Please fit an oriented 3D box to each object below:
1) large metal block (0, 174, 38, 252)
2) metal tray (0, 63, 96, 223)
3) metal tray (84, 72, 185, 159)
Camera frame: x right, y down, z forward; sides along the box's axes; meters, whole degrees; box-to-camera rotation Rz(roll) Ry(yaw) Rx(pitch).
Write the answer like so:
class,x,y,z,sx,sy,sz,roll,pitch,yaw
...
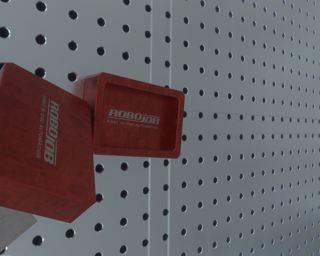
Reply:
class,x,y,z,sx,sy,sz,roll,pitch,yaw
large metal block,-0.158,0.073,0.241,0.080,0.080,0.050,-40,115,-33
metal tray,-0.104,0.009,0.267,0.090,0.030,0.130,29,30,-36
metal tray,-0.029,-0.010,0.381,0.131,0.030,0.089,8,85,-40
